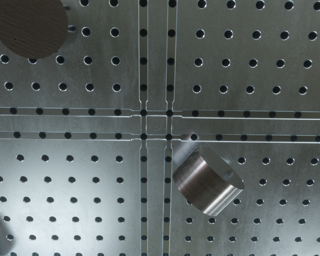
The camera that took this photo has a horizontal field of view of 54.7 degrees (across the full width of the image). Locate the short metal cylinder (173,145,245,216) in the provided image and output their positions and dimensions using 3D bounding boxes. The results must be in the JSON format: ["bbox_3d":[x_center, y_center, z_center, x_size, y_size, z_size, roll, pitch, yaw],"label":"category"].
[{"bbox_3d":[0.064,0.068,0.410,0.080,0.080,0.050,37,106,-13],"label":"short metal cylinder"}]

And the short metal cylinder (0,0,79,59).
[{"bbox_3d":[-0.139,-0.123,0.353,0.081,0.050,0.079,0,110,0],"label":"short metal cylinder"}]
